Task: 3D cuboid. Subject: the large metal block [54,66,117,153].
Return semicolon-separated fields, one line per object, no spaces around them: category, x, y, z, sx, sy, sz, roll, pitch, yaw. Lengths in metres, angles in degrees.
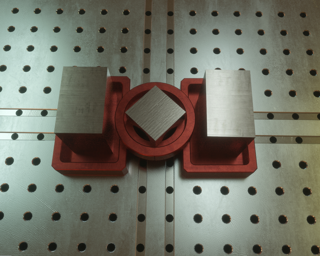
large metal block;-0.085;-0.019;0.375;0.050;0.080;0.080;1;70;0

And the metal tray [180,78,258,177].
metal tray;0.073;-0.002;0.409;0.091;0.030;0.130;0;70;0

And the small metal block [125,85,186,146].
small metal block;-0.005;-0.014;0.374;0.050;0.025;0.050;43;75;14

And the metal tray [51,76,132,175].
metal tray;-0.086;-0.005;0.409;0.091;0.030;0.130;1;70;0

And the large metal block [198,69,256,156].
large metal block;0.076;-0.015;0.374;0.050;0.080;0.080;1;70;1

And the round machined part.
round machined part;-0.006;-0.006;0.395;0.099;0.042;0.098;0;70;0
